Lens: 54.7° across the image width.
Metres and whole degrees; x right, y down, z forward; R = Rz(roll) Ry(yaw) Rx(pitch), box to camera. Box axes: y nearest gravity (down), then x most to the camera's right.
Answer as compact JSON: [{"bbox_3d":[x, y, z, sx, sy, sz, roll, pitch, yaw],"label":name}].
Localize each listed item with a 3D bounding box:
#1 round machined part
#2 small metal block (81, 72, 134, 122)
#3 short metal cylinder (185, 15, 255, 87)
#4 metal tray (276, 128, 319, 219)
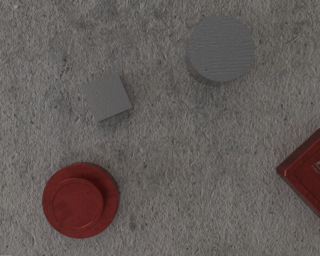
[{"bbox_3d":[-0.104,0.095,0.401,0.099,0.042,0.097,0,90,0],"label":"round machined part"},{"bbox_3d":[-0.068,-0.040,0.409,0.050,0.025,0.050,-23,90,0],"label":"small metal block"},{"bbox_3d":[0.074,-0.096,0.398,0.081,0.050,0.080,0,90,0],"label":"short metal cylinder"},{"bbox_3d":[0.233,0.074,0.409,0.090,0.030,0.130,-43,90,0],"label":"metal tray"}]
